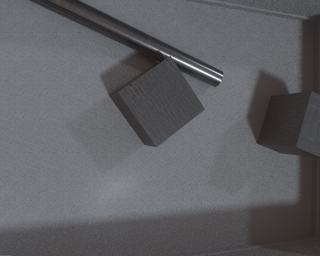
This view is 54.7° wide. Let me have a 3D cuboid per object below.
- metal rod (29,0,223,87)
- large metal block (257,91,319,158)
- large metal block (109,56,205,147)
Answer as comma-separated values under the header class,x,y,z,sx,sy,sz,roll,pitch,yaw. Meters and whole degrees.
class,x,y,z,sx,sy,sz,roll,pitch,yaw
metal rod,-0.050,-0.121,0.392,0.302,0.025,0.025,21,83,-19
large metal block,0.200,-0.004,0.457,0.050,0.080,0.080,21,83,-19
large metal block,-0.004,-0.033,0.397,0.080,0.050,0.080,-38,103,-16
